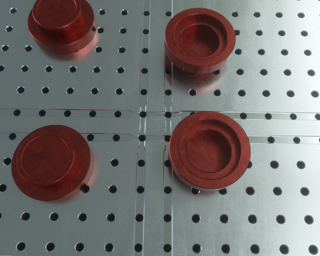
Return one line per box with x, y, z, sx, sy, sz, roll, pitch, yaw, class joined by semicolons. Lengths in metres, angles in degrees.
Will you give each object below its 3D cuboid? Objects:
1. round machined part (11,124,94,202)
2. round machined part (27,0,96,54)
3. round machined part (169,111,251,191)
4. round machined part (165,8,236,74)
-0.136;0.041;0.386;0.099;0.042;0.098;0;70;-1;round machined part
-0.148;-0.163;0.461;0.099;0.042;0.098;0;70;-1;round machined part
0.060;0.031;0.392;0.099;0.042;0.098;0;70;-1;round machined part
0.056;-0.120;0.447;0.099;0.042;0.098;0;70;-1;round machined part
